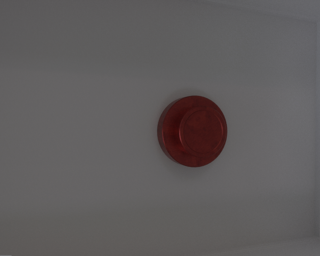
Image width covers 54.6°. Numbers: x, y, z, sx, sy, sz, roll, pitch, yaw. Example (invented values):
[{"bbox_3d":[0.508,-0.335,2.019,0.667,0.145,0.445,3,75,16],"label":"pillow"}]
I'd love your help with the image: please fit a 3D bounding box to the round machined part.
[{"bbox_3d":[0.050,0.005,0.419,0.099,0.042,0.097,0,90,-20],"label":"round machined part"}]
